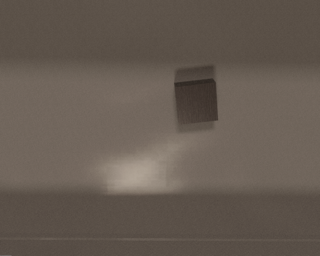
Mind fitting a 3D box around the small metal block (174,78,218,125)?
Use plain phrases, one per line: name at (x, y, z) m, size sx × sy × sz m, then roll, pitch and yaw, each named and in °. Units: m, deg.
small metal block at (0.046, -0.034, 0.399) m, size 0.050 × 0.025 × 0.050 m, roll -7°, pitch 110°, yaw 2°
